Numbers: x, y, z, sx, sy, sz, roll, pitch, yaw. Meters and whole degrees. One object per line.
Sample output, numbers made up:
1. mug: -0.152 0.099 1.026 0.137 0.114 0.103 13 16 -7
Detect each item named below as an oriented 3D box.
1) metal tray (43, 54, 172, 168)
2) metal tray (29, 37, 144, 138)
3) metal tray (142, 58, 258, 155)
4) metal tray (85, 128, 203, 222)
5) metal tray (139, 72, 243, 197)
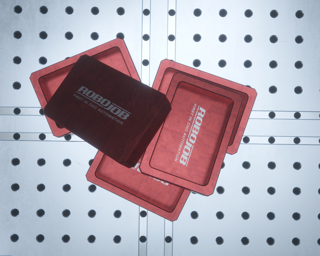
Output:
1. metal tray: -0.064 -0.023 0.370 0.130 0.030 0.090 29 82 22
2. metal tray: -0.091 -0.052 0.410 0.130 0.030 0.090 -22 90 0
3. metal tray: 0.050 -0.027 0.410 0.131 0.030 0.090 19 90 1
4. metal tray: -0.019 0.054 0.411 0.130 0.030 0.090 26 90 0
5. metal tray: 0.038 0.008 0.380 0.090 0.030 0.130 20 78 0
